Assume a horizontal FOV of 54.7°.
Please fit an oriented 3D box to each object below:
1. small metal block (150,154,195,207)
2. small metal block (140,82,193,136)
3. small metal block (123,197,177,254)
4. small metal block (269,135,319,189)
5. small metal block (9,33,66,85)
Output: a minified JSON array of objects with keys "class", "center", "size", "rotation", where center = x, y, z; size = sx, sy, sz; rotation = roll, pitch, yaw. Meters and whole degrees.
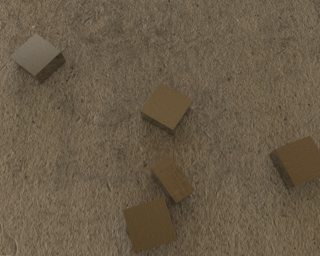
[{"class":"small metal block","center":[0.014,0.065,0.371],"size":[0.025,0.050,0.050],"rotation":[-34,74,-11]},{"class":"small metal block","center":[0.009,-0.025,0.417],"size":[0.050,0.025,0.050],"rotation":[31,73,10]},{"class":"small metal block","center":[-0.012,0.115,0.366],"size":[0.050,0.025,0.050],"rotation":[-16,71,-6]},{"class":"small metal block","center":[0.176,0.044,0.393],"size":[0.050,0.025,0.050],"rotation":[-20,71,-7]},{"class":"small metal block","center":[-0.174,-0.099,0.443],"size":[0.050,0.025,0.050],"rotation":[37,74,12]}]
